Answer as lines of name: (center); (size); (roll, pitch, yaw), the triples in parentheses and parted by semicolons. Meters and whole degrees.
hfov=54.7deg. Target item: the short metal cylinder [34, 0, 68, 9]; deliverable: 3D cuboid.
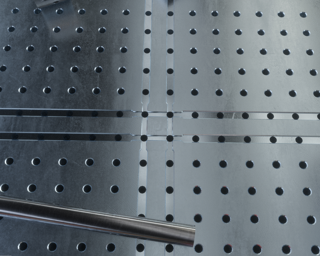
short metal cylinder: (-0.174, -0.227, 0.464); (0.050, 0.080, 0.080); (-21, 72, -7)

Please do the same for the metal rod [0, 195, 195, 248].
metal rod: (-0.109, 0.106, 0.371); (0.302, 0.025, 0.025); (8, 70, 3)
